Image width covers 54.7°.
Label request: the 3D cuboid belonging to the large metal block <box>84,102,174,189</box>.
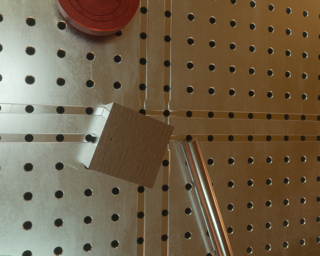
[{"bbox_3d":[-0.040,0.022,0.385,0.080,0.050,0.080,22,83,-19],"label":"large metal block"}]

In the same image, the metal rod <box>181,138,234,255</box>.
[{"bbox_3d":[0.086,0.159,0.446,0.025,0.025,0.298,-20,97,-19],"label":"metal rod"}]

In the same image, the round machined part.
[{"bbox_3d":[-0.077,-0.161,0.376,0.099,0.042,0.097,0,90,-21],"label":"round machined part"}]
